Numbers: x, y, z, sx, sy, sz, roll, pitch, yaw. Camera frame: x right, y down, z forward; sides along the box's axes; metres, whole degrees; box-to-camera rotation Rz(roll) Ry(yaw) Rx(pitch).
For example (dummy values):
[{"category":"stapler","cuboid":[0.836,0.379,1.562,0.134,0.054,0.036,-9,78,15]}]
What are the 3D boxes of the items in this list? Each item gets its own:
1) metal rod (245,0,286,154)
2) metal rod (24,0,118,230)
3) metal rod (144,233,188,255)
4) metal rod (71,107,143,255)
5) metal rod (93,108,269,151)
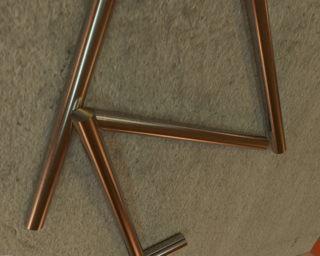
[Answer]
[{"category":"metal rod","cuboid":[0.159,-0.068,0.453,0.025,0.025,0.299,-32,129,-8]},{"category":"metal rod","cuboid":[-0.105,-0.008,0.345,0.025,0.025,0.298,10,113,-33]},{"category":"metal rod","cuboid":[-0.092,0.251,0.513,0.302,0.025,0.025,-20,127,-17]},{"category":"metal rod","cuboid":[-0.060,0.097,0.419,0.025,0.025,0.298,-23,132,-15]},{"category":"metal rod","cuboid":[0.047,0.008,0.438,0.302,0.025,0.025,8,114,-32]}]
